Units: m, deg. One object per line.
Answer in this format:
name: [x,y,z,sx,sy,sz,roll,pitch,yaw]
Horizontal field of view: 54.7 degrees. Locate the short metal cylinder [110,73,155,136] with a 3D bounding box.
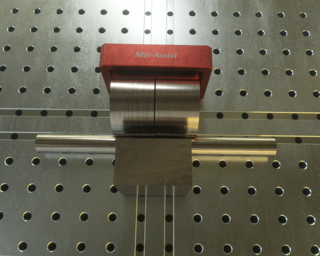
short metal cylinder: [-0.032,-0.030,0.390,0.050,0.080,0.080,1,70,0]

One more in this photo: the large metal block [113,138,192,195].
large metal block: [-0.007,0.048,0.360,0.081,0.080,0.050,1,70,0]

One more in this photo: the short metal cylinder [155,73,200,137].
short metal cylinder: [0.020,-0.029,0.390,0.050,0.080,0.080,2,70,0]

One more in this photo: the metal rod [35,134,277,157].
metal rod: [-0.005,0.022,0.399,0.302,0.025,0.025,1,70,0]

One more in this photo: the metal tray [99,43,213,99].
metal tray: [-0.004,-0.069,0.398,0.131,0.090,0.030,1,70,0]
